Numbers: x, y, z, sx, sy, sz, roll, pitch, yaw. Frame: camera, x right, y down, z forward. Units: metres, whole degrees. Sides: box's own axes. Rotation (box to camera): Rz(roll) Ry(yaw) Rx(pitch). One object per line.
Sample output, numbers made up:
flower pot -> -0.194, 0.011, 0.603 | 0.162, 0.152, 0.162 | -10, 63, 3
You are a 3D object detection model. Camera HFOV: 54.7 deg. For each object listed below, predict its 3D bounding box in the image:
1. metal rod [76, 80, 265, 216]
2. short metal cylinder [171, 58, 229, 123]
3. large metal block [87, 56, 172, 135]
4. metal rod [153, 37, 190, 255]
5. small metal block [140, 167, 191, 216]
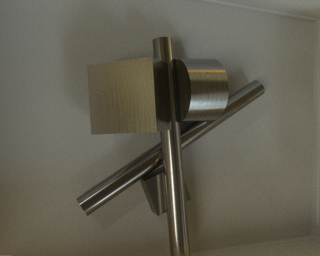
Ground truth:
metal rod -> 0.027, 0.018, 0.419 | 0.302, 0.025, 0.025 | -33, 101, -17
short metal cylinder -> 0.044, -0.048, 0.396 | 0.050, 0.080, 0.079 | -5, 92, -22
large metal block -> -0.035, -0.035, 0.363 | 0.080, 0.050, 0.079 | -3, 91, 20
metal rod -> 0.016, 0.038, 0.388 | 0.025, 0.025, 0.298 | -5, 91, -20
small metal block -> 0.007, 0.081, 0.413 | 0.050, 0.025, 0.050 | -23, 98, -19
